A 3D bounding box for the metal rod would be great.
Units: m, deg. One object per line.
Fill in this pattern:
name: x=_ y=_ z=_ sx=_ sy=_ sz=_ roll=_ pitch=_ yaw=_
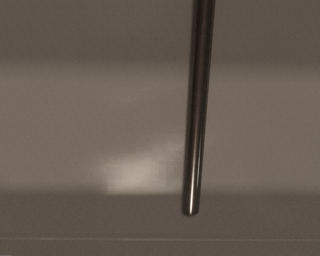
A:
metal rod: x=0.048 y=-0.019 z=0.404 sx=0.025 sy=0.025 sz=0.298 roll=1 pitch=110 yaw=-1
